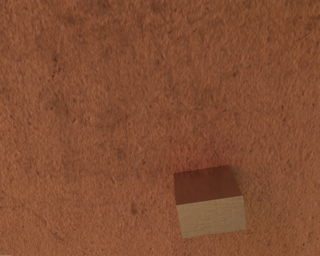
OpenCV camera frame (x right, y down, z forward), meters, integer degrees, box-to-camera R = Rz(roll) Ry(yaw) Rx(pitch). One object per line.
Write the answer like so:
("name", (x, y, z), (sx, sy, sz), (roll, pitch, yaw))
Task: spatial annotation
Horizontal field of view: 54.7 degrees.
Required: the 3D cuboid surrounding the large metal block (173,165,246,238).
("large metal block", (0.063, 0.096, 0.417), (0.080, 0.080, 0.050), (-9, 110, 3))
